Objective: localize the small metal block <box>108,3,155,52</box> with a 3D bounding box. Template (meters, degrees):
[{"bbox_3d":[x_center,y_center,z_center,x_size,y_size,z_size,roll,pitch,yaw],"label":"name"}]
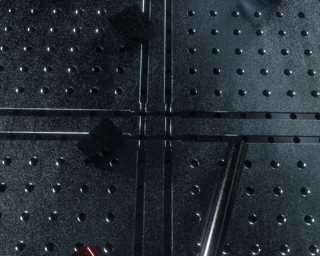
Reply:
[{"bbox_3d":[-0.043,-0.151,0.467,0.050,0.025,0.050,-32,74,-11],"label":"small metal block"}]

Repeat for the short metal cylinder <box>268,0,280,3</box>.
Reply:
[{"bbox_3d":[0.182,-0.242,0.473,0.080,0.080,0.050,-34,74,-12],"label":"short metal cylinder"}]

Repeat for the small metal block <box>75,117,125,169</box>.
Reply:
[{"bbox_3d":[-0.073,0.020,0.390,0.025,0.050,0.050,43,75,13],"label":"small metal block"}]

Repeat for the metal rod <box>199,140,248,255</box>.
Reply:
[{"bbox_3d":[0.056,0.154,0.356,0.025,0.025,0.299,17,71,6],"label":"metal rod"}]

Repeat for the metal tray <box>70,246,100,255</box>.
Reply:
[{"bbox_3d":[-0.105,0.205,0.332,0.131,0.030,0.090,-37,75,-13],"label":"metal tray"}]
